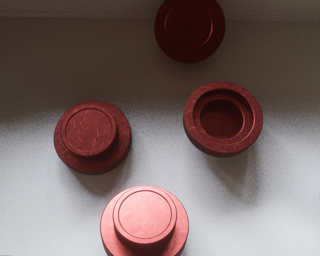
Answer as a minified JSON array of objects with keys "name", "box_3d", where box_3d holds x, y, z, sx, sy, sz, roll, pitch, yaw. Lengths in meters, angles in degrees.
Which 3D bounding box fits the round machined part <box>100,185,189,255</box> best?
[{"name":"round machined part","box_3d":[-0.017,0.105,0.344,0.099,0.042,0.098,2,46,-2]}]

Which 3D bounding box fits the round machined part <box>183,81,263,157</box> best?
[{"name":"round machined part","box_3d":[0.079,-0.009,0.405,0.099,0.042,0.098,0,70,-1]}]

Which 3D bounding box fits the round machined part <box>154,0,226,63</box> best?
[{"name":"round machined part","box_3d":[0.041,-0.139,0.426,0.099,0.042,0.097,0,106,2]}]

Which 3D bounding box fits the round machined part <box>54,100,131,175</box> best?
[{"name":"round machined part","box_3d":[-0.087,0.008,0.397,0.099,0.042,0.098,0,70,-1]}]
